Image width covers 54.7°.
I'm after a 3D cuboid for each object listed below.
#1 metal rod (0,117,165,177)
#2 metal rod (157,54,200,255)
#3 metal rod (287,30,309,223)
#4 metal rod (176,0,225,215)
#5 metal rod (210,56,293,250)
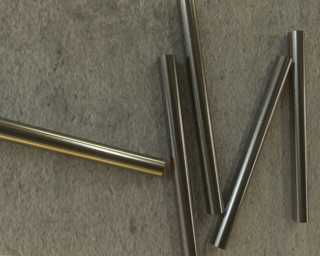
[{"bbox_3d":[-0.135,0.013,0.359,0.302,0.025,0.025,16,85,-20],"label":"metal rod"},{"bbox_3d":[0.027,0.052,0.420,0.025,0.025,0.298,-8,93,-20],"label":"metal rod"},{"bbox_3d":[0.220,-0.002,0.492,0.025,0.025,0.298,-2,91,-20],"label":"metal rod"},{"bbox_3d":[0.057,-0.029,0.431,0.025,0.025,0.298,-10,94,-20],"label":"metal rod"},{"bbox_3d":[0.138,0.031,0.461,0.025,0.025,0.299,25,82,-19],"label":"metal rod"}]
